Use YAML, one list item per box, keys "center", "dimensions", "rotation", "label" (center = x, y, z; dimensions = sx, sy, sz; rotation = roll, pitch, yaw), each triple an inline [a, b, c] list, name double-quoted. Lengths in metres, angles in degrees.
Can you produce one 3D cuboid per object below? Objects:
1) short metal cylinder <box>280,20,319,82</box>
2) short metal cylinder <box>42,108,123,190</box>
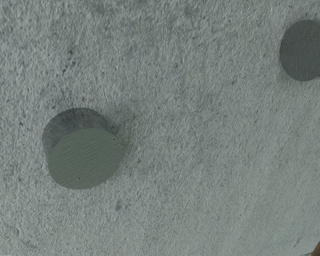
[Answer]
- center: [0.212, -0.106, 0.421]
  dimensions: [0.050, 0.080, 0.079]
  rotation: [-11, 123, -23]
  label: "short metal cylinder"
- center: [-0.090, 0.023, 0.356]
  dimensions: [0.081, 0.050, 0.079]
  rotation: [-14, 124, -21]
  label: "short metal cylinder"
